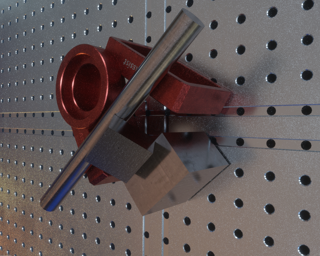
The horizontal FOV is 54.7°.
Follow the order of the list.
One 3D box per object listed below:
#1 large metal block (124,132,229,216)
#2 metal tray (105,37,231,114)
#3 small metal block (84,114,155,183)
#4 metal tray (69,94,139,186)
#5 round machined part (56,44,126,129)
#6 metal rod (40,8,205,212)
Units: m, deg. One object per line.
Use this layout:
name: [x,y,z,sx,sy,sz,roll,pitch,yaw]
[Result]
large metal block: [0.017,0.049,0.353,0.080,0.081,0.050,-49,62,29]
metal tray: [0.006,-0.061,0.359,0.130,0.091,0.030,38,114,33]
small metal block: [-0.041,0.022,0.318,0.050,0.050,0.025,-50,16,28]
metal tray: [-0.070,0.007,0.422,0.030,0.091,0.130,-36,68,34]
round machined part: [-0.079,-0.048,0.371,0.098,0.042,0.097,0,90,39]
metal rod: [-0.059,0.002,0.338,0.299,0.025,0.025,-48,62,29]
